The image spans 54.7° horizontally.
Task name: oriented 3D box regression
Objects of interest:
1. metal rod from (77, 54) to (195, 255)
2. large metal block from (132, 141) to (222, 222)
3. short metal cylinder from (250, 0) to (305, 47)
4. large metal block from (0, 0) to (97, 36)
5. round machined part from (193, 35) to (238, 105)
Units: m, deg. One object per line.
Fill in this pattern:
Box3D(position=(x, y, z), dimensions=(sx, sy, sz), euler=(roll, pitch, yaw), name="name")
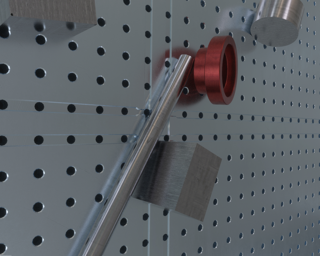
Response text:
Box3D(position=(-0.023, 0.030, 0.389), dimensions=(0.025, 0.025, 0.300), euler=(40, 66, -33), name="metal rod")
Box3D(position=(0.021, 0.064, 0.391), dimensions=(0.050, 0.080, 0.080), euler=(32, 70, -36), name="large metal block")
Box3D(position=(0.206, -0.188, 0.545), dimensions=(0.080, 0.080, 0.050), euler=(32, 70, -36), name="short metal cylinder")
Box3D(position=(-0.113, -0.138, 0.298), dimensions=(0.081, 0.050, 0.079), euler=(-9, 96, -40), name="large metal block")
Box3D(position=(0.080, -0.083, 0.450), dimensions=(0.099, 0.042, 0.097), euler=(-17, 109, -61), name="round machined part")
